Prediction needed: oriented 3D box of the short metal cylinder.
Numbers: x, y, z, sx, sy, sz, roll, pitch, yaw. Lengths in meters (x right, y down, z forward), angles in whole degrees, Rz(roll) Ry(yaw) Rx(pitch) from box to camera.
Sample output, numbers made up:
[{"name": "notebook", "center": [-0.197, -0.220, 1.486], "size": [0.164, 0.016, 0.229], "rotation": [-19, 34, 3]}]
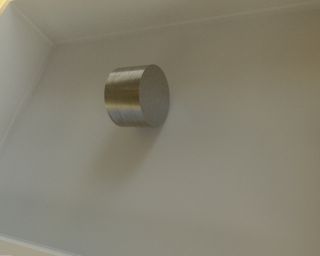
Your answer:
[{"name": "short metal cylinder", "center": [-0.028, -0.041, 0.406], "size": [0.050, 0.080, 0.080], "rotation": [0, 62, 28]}]
